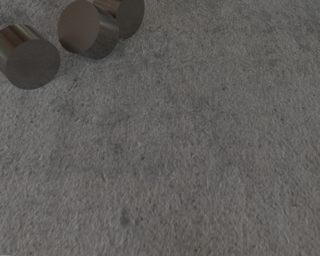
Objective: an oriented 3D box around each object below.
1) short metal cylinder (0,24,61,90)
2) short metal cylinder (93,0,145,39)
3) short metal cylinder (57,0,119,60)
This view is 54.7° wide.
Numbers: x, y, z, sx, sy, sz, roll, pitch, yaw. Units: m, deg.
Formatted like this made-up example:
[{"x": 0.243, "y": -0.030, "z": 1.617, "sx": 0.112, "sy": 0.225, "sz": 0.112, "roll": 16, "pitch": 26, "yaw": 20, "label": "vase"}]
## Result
[{"x": -0.195, "y": -0.103, "z": 0.452, "sx": 0.080, "sy": 0.080, "sz": 0.050, "roll": -35, "pitch": 59, "yaw": -26, "label": "short metal cylinder"}, {"x": -0.071, "y": -0.202, "z": 0.536, "sx": 0.050, "sy": 0.080, "sz": 0.080, "roll": 28, "pitch": 55, "yaw": 21, "label": "short metal cylinder"}, {"x": -0.112, "y": -0.152, "z": 0.486, "sx": 0.080, "sy": 0.080, "sz": 0.050, "roll": 30, "pitch": 12, "yaw": 22, "label": "short metal cylinder"}]
